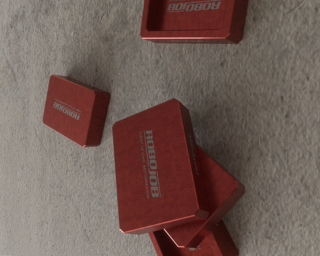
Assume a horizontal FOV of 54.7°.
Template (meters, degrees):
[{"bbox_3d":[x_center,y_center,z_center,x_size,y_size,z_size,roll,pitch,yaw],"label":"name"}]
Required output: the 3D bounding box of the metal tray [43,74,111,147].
[{"bbox_3d":[-0.143,-0.031,0.517,0.130,0.030,0.089,23,104,37],"label":"metal tray"}]

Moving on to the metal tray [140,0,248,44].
[{"bbox_3d":[0.038,-0.149,0.368,0.130,0.030,0.089,13,98,39],"label":"metal tray"}]

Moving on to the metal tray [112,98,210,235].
[{"bbox_3d":[-0.004,0.042,0.340,0.090,0.030,0.130,-21,60,22],"label":"metal tray"}]

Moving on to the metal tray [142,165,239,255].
[{"bbox_3d":[0.025,0.113,0.379,0.090,0.030,0.130,-39,67,33],"label":"metal tray"}]

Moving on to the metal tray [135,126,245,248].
[{"bbox_3d":[0.019,0.058,0.357,0.090,0.030,0.130,-50,54,4],"label":"metal tray"}]
